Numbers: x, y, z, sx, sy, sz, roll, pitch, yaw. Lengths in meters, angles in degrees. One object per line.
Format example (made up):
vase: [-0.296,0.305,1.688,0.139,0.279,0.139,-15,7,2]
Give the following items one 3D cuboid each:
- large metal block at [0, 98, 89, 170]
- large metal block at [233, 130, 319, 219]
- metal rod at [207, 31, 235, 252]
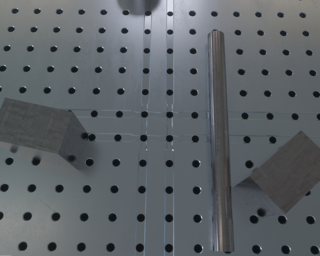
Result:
large metal block: [-0.142,0.010,0.378,0.080,0.080,0.050,12,71,4]
large metal block: [0.140,0.058,0.363,0.080,0.080,0.050,-38,75,-13]
metal rod: [0.079,0.003,0.411,0.025,0.025,0.299,2,70,0]
